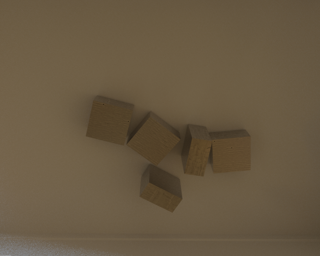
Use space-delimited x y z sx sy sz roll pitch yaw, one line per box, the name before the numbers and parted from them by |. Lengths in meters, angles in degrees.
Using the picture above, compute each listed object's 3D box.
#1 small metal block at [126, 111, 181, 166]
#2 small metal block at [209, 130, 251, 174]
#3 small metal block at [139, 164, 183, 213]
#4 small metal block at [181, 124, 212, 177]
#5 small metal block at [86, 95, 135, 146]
small metal block | -0.009 0.014 0.414 0.050 0.025 0.050 37 106 -13
small metal block | 0.095 0.032 0.422 0.050 0.025 0.050 -5 110 1
small metal block | 0.001 0.082 0.426 0.050 0.050 0.025 29 108 -11
small metal block | 0.047 0.028 0.407 0.025 0.050 0.050 9 110 -4
small metal block | -0.065 -0.010 0.404 0.050 0.025 0.050 14 109 -6
